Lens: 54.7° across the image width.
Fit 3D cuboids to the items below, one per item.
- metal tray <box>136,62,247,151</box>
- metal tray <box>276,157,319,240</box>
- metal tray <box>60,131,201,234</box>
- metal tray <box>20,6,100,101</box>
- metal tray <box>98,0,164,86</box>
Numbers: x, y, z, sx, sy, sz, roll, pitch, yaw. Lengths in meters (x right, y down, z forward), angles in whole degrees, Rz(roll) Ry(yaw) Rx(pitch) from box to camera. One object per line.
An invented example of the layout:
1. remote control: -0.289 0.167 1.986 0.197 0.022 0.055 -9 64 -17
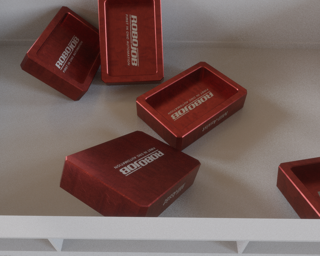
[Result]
1. metal tray: 0.044 -0.035 0.431 0.131 0.030 0.090 -33 57 -25
2. metal tray: 0.204 0.064 0.324 0.131 0.030 0.090 -8 28 -4
3. metal tray: -0.023 0.046 0.320 0.090 0.030 0.131 26 22 21
4. metal tray: -0.134 -0.114 0.464 0.090 0.030 0.130 33 47 -22
5. metal tray: -0.042 -0.131 0.460 0.091 0.030 0.129 -2 90 0
